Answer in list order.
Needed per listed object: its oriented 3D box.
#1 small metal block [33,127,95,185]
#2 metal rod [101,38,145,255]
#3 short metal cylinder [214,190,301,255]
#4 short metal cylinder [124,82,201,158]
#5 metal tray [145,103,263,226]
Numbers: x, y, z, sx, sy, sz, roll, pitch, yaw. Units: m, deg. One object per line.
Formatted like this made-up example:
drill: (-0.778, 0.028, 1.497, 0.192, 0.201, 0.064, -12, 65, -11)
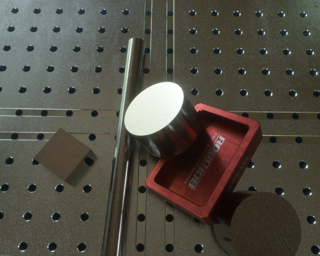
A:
small metal block: (-0.122, 0.036, 0.398, 0.050, 0.025, 0.050, 33, 73, 11)
metal rod: (-0.045, 0.014, 0.405, 0.025, 0.025, 0.299, 4, 70, 1)
short metal cylinder: (0.107, 0.112, 0.349, 0.081, 0.050, 0.080, 2, 81, -10)
short metal cylinder: (0.004, -0.010, 0.382, 0.080, 0.050, 0.080, -20, 45, 22)
metal tray: (0.054, 0.038, 0.376, 0.090, 0.030, 0.130, 22, 69, 35)
